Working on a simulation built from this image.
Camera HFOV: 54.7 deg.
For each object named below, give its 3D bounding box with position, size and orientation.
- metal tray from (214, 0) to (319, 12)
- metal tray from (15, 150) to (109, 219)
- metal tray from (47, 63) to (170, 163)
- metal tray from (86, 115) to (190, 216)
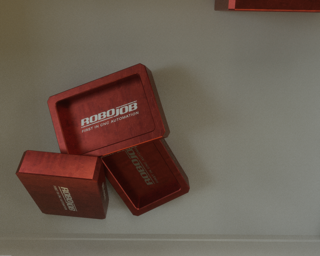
[{"bbox_3d":[0.130,-0.139,0.326,0.131,0.090,0.030,1,110,-1],"label":"metal tray"},{"bbox_3d":[-0.117,0.078,0.399,0.091,0.030,0.129,6,144,-1],"label":"metal tray"},{"bbox_3d":[-0.063,-0.014,0.378,0.130,0.030,0.090,-18,83,11],"label":"metal tray"},{"bbox_3d":[-0.028,0.049,0.426,0.090,0.030,0.130,-28,108,9],"label":"metal tray"}]
